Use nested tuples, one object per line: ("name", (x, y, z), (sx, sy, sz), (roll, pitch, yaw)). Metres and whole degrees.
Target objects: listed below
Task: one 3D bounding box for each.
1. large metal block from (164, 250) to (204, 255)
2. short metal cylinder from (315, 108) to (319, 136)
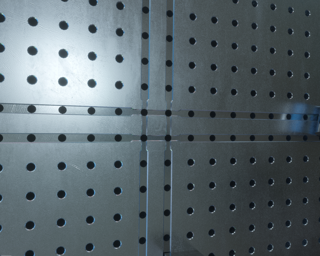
("large metal block", (0.042, 0.214, 0.399), (0.050, 0.080, 0.080), (2, 89, -20))
("short metal cylinder", (0.295, -0.009, 0.492), (0.081, 0.080, 0.050), (15, 85, -20))
